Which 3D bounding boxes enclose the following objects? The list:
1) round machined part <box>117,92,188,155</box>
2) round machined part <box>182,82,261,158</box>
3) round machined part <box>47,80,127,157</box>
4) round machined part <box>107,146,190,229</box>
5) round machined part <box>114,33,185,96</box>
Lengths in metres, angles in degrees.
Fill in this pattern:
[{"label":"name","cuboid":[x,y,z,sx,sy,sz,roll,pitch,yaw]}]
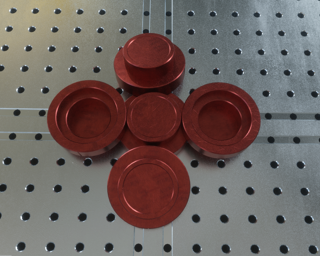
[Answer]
[{"label":"round machined part","cuboid":[-0.008,-0.008,0.404,0.099,0.042,0.098,0,70,-1]},{"label":"round machined part","cuboid":[0.077,-0.007,0.406,0.099,0.042,0.098,0,70,-1]},{"label":"round machined part","cuboid":[-0.091,-0.010,0.405,0.099,0.042,0.098,0,70,-1]},{"label":"round machined part","cuboid":[-0.013,0.069,0.365,0.099,0.042,0.097,0,85,0]},{"label":"round machined part","cuboid":[-0.014,-0.092,0.424,0.099,0.042,0.098,-1,56,1]}]
